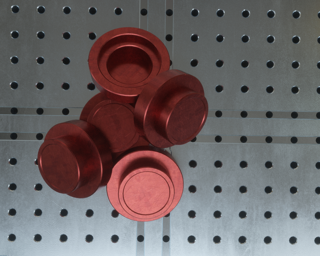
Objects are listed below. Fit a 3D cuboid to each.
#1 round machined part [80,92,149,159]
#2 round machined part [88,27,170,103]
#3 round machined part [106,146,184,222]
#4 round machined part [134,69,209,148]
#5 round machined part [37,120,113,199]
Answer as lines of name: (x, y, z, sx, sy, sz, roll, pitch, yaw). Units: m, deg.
round machined part: (-0.057, -0.003, 0.403, 0.099, 0.042, 0.097, 0, 90, -1)
round machined part: (-0.038, -0.075, 0.393, 0.099, 0.042, 0.098, 2, 69, -5)
round machined part: (-0.018, 0.075, 0.392, 0.099, 0.042, 0.097, -1, 102, -6)
round machined part: (0.020, -0.018, 0.376, 0.042, 0.098, 0.098, 34, 90, 41)
round machined part: (-0.110, 0.041, 0.380, 0.098, 0.042, 0.097, 8, 106, 28)
